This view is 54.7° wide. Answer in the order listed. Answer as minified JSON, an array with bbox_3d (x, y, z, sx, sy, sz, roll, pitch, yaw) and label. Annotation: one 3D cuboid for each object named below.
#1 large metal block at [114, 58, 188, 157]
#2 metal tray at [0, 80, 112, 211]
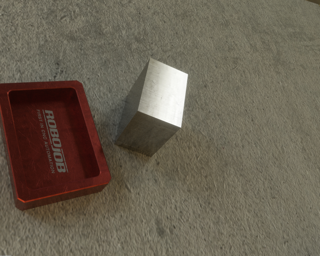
[{"bbox_3d":[-0.011,-0.023,0.376,0.050,0.080,0.080,21,54,-16],"label":"large metal block"},{"bbox_3d":[-0.115,0.012,0.331,0.091,0.030,0.130,-8,66,-32],"label":"metal tray"}]
